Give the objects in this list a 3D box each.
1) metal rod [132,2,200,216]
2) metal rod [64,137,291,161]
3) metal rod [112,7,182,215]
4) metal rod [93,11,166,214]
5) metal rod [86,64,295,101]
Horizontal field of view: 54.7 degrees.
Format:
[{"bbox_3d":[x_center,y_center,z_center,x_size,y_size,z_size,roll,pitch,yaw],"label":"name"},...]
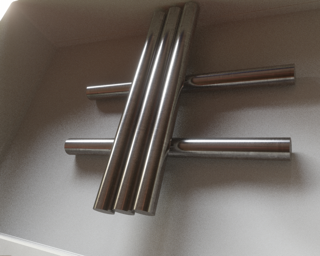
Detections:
[{"bbox_3d":[0.014,-0.042,0.389,0.025,0.025,0.300,-1,61,28],"label":"metal rod"},{"bbox_3d":[0.002,0.025,0.389,0.300,0.025,0.025,-1,61,27],"label":"metal rod"},{"bbox_3d":[-0.008,-0.040,0.400,0.025,0.025,0.300,-1,61,28],"label":"metal rod"},{"bbox_3d":[-0.031,-0.038,0.411,0.025,0.025,0.300,-1,61,28],"label":"metal rod"},{"bbox_3d":[0.023,-0.060,0.429,0.300,0.025,0.025,-1,61,27],"label":"metal rod"}]
